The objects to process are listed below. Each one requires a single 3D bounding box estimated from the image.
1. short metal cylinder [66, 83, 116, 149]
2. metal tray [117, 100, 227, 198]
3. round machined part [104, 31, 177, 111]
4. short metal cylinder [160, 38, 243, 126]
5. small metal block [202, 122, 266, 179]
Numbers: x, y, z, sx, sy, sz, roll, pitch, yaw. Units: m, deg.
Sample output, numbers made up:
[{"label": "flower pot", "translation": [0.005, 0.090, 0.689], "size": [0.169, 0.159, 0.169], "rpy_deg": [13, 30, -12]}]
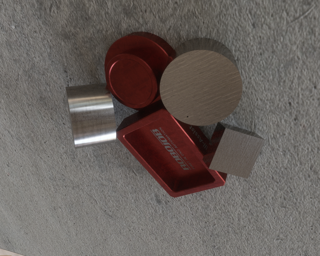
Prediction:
[{"label": "short metal cylinder", "translation": [-0.091, -0.016, 0.402], "size": [0.050, 0.080, 0.079], "rpy_deg": [-9, 124, -17]}, {"label": "metal tray", "translation": [0.016, 0.030, 0.400], "size": [0.090, 0.030, 0.130], "rpy_deg": [-24, 115, 36]}, {"label": "round machined part", "translation": [-0.026, -0.062, 0.373], "size": [0.098, 0.042, 0.097], "rpy_deg": [13, 124, 21]}, {"label": "short metal cylinder", "translation": [0.043, -0.049, 0.326], "size": [0.080, 0.050, 0.079], "rpy_deg": [3, 119, 6]}, {"label": "small metal block", "translation": [0.084, 0.026, 0.357], "size": [0.050, 0.025, 0.050], "rpy_deg": [16, 105, -14]}]
